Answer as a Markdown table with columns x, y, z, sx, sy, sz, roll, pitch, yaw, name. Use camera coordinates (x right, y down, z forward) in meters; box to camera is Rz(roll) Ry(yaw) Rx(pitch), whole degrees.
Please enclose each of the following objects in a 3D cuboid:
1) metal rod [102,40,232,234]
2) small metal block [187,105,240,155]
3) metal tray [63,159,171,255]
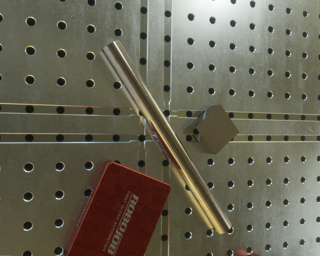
| x | y | z | sx | sy | sz | roll | pitch | yaw | name |
| --- | --- | --- | --- | --- | --- | --- | --- | --- | --- |
| 0.015 | 0.020 | 0.419 | 0.025 | 0.025 | 0.299 | -35 | 102 | -17 | metal rod |
| 0.077 | 0.002 | 0.442 | 0.050 | 0.025 | 0.050 | -41 | 103 | -16 | small metal block |
| -0.053 | 0.116 | 0.392 | 0.090 | 0.030 | 0.130 | 26 | 81 | -19 | metal tray |
